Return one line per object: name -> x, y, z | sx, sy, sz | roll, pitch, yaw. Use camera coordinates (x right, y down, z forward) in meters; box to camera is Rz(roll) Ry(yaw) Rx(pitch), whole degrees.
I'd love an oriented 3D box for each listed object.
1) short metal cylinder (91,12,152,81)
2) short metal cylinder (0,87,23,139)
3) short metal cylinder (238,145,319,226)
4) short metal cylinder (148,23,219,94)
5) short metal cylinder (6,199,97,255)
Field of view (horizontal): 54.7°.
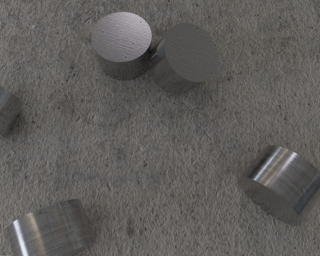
short metal cylinder -> -0.051, -0.114, 0.436 | 0.081, 0.050, 0.080 | 0, 70, 0
short metal cylinder -> -0.223, -0.025, 0.387 | 0.080, 0.080, 0.050 | 17, 71, 6
short metal cylinder -> 0.138, 0.066, 0.356 | 0.080, 0.080, 0.050 | 41, 75, 13
short metal cylinder -> 0.031, -0.090, 0.412 | 0.081, 0.050, 0.080 | 6, 75, -25
short metal cylinder -> -0.116, 0.118, 0.335 | 0.080, 0.080, 0.050 | -24, 72, -8
